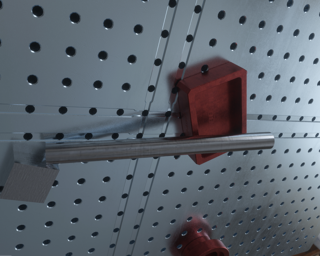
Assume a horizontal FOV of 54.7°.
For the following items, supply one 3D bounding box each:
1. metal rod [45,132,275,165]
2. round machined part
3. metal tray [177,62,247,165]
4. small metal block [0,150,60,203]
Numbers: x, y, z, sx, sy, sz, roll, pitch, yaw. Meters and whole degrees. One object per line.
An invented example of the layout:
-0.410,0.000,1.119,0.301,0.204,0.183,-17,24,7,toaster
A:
0.013,0.024,0.403,0.303,0.025,0.025,-2,120,-17,metal rod
0.082,0.252,0.604,0.099,0.042,0.097,-14,125,-21,round machined part
0.078,-0.018,0.441,0.091,0.030,0.129,-23,127,-15,metal tray
-0.154,0.058,0.364,0.050,0.025,0.050,18,109,-36,small metal block
